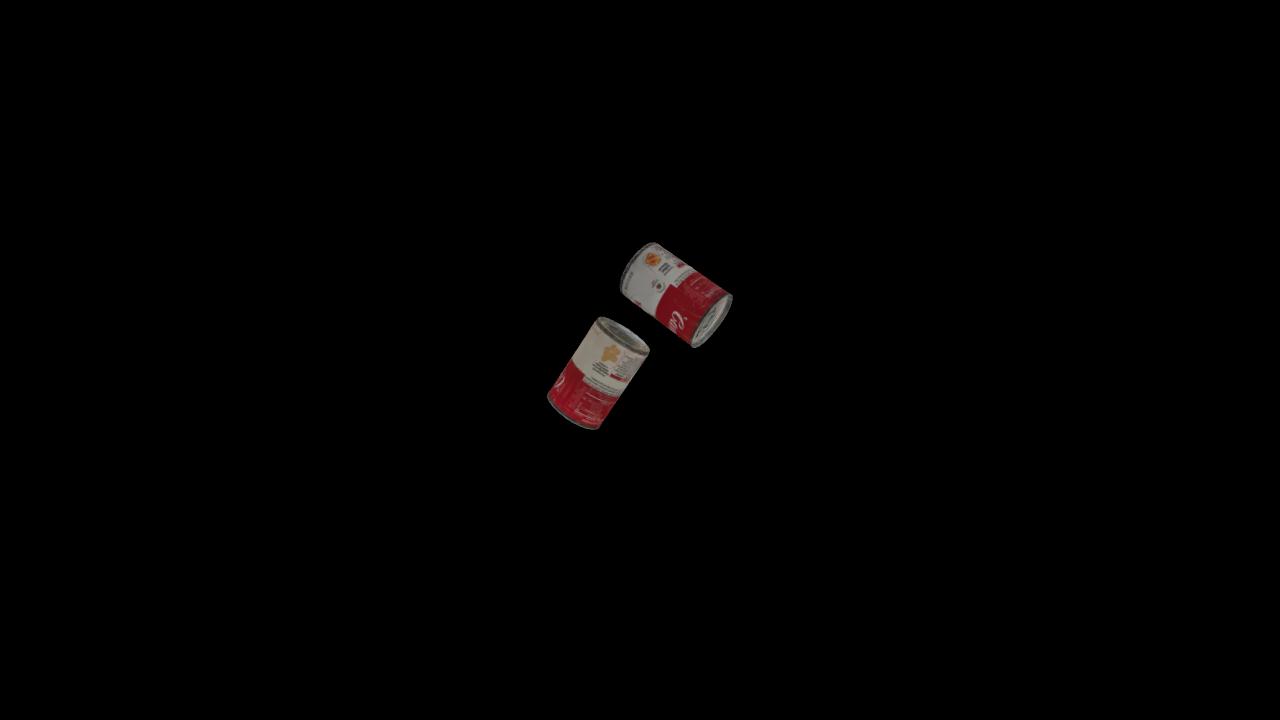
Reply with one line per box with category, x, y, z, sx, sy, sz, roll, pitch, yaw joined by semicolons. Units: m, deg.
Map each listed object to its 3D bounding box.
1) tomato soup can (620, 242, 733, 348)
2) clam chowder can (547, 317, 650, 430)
tomato soup can;0.036;-0.069;0.639;0.101;0.068;0.068;39;13;17
clam chowder can;-0.043;0.013;0.650;0.068;0.102;0.068;33;14;-9
